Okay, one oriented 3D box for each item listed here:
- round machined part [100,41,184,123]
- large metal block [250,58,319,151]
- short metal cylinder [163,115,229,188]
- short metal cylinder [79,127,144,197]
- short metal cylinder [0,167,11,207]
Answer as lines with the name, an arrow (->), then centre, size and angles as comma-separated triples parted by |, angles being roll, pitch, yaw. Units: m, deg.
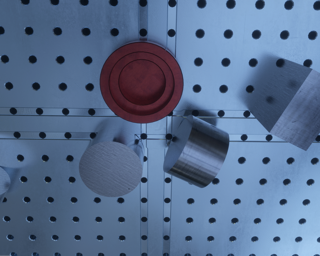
round machined part -> -0.021, -0.058, 0.383 | 0.099, 0.042, 0.097 | 0, 110, 0
large metal block -> 0.162, -0.031, 0.374 | 0.050, 0.080, 0.080 | 26, 108, -9
short metal cylinder -> 0.045, 0.030, 0.395 | 0.050, 0.080, 0.080 | 25, 108, -9
short metal cylinder -> -0.062, 0.045, 0.416 | 0.081, 0.050, 0.079 | 0, 110, 0
short metal cylinder -> -0.251, 0.084, 0.413 | 0.080, 0.080, 0.050 | 28, 108, -10
